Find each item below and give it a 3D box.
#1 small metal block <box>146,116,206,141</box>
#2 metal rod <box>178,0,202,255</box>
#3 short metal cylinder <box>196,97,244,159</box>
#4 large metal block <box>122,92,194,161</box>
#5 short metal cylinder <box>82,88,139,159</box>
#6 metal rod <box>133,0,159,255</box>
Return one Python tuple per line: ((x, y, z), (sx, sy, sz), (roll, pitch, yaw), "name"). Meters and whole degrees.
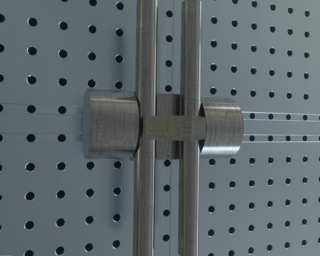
((0.018, 0.000, 0.336), (0.050, 0.050, 0.025), (1, 90, 24), "small metal block")
((0.036, 0.000, 0.369), (0.025, 0.025, 0.298), (1, 90, -20), "metal rod")
((0.064, 0.000, 0.403), (0.050, 0.080, 0.079), (1, 90, -19), "short metal cylinder")
((-0.003, -0.002, 0.394), (0.081, 0.050, 0.079), (1, 90, -20), "large metal block")
((-0.060, -0.004, 0.358), (0.050, 0.080, 0.079), (2, 90, -20), "short metal cylinder")
((-0.016, 0.002, 0.350), (0.025, 0.025, 0.298), (1, 90, -20), "metal rod")
